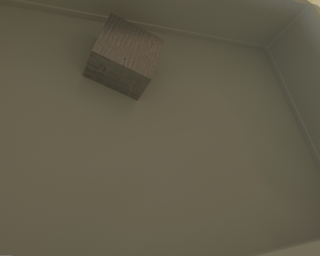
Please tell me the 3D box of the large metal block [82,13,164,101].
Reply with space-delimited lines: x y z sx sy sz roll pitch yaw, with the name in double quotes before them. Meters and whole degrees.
"large metal block" -0.048 -0.096 0.422 0.080 0.050 0.080 24 53 -14
